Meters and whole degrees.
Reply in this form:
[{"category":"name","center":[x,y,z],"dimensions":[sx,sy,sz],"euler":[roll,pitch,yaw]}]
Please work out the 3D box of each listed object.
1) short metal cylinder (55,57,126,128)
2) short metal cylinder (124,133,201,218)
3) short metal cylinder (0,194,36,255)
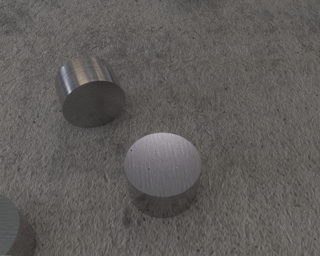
[{"category":"short metal cylinder","center":[-0.091,-0.046,0.405],"dimensions":[0.081,0.080,0.050],"euler":[-18,52,-14]},{"category":"short metal cylinder","center":[0.003,0.052,0.343],"dimensions":[0.080,0.050,0.080],"euler":[0,50,0]},{"category":"short metal cylinder","center":[-0.167,0.109,0.294],"dimensions":[0.080,0.050,0.080],"euler":[0,50,0]}]
